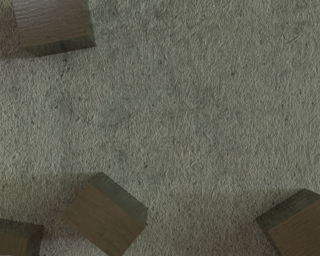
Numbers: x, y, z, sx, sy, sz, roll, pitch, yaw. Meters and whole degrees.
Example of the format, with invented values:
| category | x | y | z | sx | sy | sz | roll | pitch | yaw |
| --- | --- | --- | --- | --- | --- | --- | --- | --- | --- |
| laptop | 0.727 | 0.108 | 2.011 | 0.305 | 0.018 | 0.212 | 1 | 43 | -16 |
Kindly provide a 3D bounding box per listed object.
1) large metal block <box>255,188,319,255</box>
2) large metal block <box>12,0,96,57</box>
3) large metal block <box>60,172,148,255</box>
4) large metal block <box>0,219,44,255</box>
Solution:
| category | x | y | z | sx | sy | sz | roll | pitch | yaw |
| --- | --- | --- | --- | --- | --- | --- | --- | --- | --- |
| large metal block | 0.185 | 0.137 | 0.399 | 0.080 | 0.050 | 0.080 | -32 | 90 | 0 |
| large metal block | -0.134 | -0.142 | 0.396 | 0.080 | 0.050 | 0.080 | -11 | 90 | 0 |
| large metal block | -0.063 | 0.104 | 0.382 | 0.080 | 0.080 | 0.050 | 39 | 90 | 0 |
| large metal block | -0.204 | 0.166 | 0.396 | 0.080 | 0.050 | 0.080 | 9 | 90 | 0 |
